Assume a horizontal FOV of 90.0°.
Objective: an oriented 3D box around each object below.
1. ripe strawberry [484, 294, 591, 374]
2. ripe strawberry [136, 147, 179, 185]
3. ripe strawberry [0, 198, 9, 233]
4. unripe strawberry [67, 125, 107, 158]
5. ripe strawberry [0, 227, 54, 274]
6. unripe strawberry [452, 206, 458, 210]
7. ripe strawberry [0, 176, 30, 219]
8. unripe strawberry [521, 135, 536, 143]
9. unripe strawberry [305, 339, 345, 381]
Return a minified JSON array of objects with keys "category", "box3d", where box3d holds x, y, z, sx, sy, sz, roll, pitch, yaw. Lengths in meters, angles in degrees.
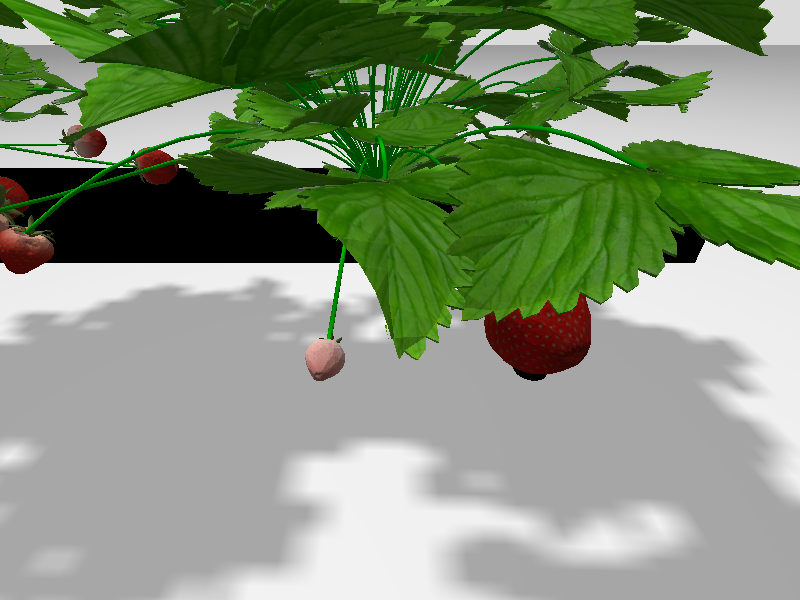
[{"category":"ripe strawberry","box3d":[0.058,0.010,0.163,0.042,0.044,0.045,-11,37,-16]},{"category":"ripe strawberry","box3d":[-0.217,-0.120,0.359,0.031,0.033,0.029,-1,34,-3]},{"category":"ripe strawberry","box3d":[-0.281,-0.056,0.257,0.041,0.041,0.045,-13,36,-18]},{"category":"unripe strawberry","box3d":[-0.340,-0.173,0.437,0.033,0.034,0.030,-25,41,-32]},{"category":"ripe strawberry","box3d":[-0.218,-0.028,0.232,0.025,0.026,0.028,24,10,-47]},{"category":"unripe strawberry","box3d":[0.059,-0.077,0.296,0.040,0.039,0.037,25,41,31]},{"category":"ripe strawberry","box3d":[-0.287,-0.071,0.287,0.033,0.033,0.036,18,38,14]},{"category":"unripe strawberry","box3d":[0.146,-0.180,0.460,0.019,0.020,0.018,-24,41,-31]},{"category":"unripe strawberry","box3d":[-0.031,0.025,0.162,0.016,0.017,0.017,2,35,2]}]
